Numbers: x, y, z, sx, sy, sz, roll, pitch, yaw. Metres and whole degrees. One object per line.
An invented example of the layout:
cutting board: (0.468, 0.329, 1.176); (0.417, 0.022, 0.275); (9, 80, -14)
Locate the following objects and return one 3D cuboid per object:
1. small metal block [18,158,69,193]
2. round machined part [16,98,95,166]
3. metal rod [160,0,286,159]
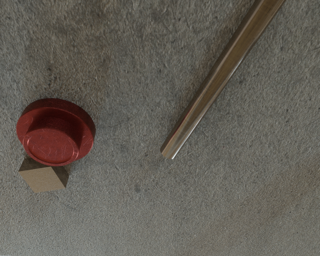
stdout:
small metal block: (-0.172, 0.069, 0.464); (0.050, 0.025, 0.050); (-10, 130, 8)
round machined part: (-0.137, 0.012, 0.405); (0.099, 0.042, 0.097); (0, 130, 0)
metal rod: (0.074, -0.069, 0.348); (0.025, 0.025, 0.298); (19, 128, -16)
